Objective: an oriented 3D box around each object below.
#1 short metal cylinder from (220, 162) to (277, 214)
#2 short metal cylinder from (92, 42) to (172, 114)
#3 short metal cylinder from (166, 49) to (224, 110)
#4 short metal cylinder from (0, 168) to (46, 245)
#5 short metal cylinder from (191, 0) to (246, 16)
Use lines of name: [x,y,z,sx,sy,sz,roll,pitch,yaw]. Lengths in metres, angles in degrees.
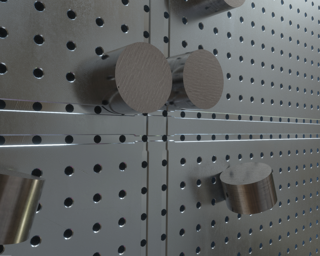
short metal cylinder: [0.141,0.094,0.495,0.081,0.080,0.050,-26,107,-37]
short metal cylinder: [-0.032,-0.057,0.367,0.081,0.050,0.079,0,90,-40]
short metal cylinder: [0.043,-0.065,0.431,0.081,0.050,0.079,0,90,-40]
short metal cylinder: [-0.143,0.059,0.255,0.080,0.080,0.050,21,77,-38]
short metal cylinder: [0.089,-0.217,0.469,0.081,0.050,0.079,0,90,-40]
